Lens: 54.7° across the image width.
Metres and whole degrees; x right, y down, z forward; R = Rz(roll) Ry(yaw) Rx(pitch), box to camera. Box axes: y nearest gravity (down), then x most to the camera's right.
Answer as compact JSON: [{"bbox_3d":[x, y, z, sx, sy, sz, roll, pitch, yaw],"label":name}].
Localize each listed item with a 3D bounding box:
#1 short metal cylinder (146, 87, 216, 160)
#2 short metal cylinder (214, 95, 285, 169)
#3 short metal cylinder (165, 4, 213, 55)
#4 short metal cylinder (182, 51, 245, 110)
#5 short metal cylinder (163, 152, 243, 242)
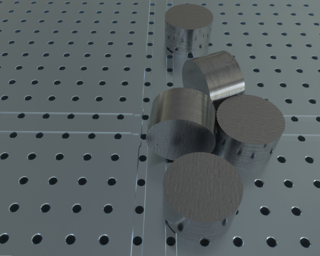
[{"bbox_3d":[0.027,-0.003,0.374,0.080,0.080,0.050,5,50,4],"label":"short metal cylinder"},{"bbox_3d":[0.108,0.004,0.389,0.081,0.050,0.080,0,50,0],"label":"short metal cylinder"},{"bbox_3d":[0.049,-0.171,0.535,0.081,0.050,0.080,0,50,0],"label":"short metal cylinder"},{"bbox_3d":[0.071,-0.060,0.423,0.050,0.080,0.080,-19,53,-15],"label":"short metal cylinder"},{"bbox_3d":[0.043,0.073,0.330,0.081,0.050,0.080,0,50,0],"label":"short metal cylinder"}]
